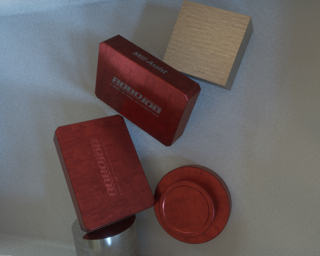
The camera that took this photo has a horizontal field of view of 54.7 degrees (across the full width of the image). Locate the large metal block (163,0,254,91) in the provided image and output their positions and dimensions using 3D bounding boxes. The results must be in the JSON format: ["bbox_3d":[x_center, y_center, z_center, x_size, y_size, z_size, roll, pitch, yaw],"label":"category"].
[{"bbox_3d":[0.059,-0.098,0.376,0.080,0.050,0.080,22,97,18],"label":"large metal block"}]

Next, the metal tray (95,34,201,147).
[{"bbox_3d":[-0.021,-0.046,0.389,0.130,0.030,0.089,35,138,16],"label":"metal tray"}]

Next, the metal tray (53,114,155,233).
[{"bbox_3d":[-0.072,0.053,0.393,0.130,0.091,0.030,68,151,15],"label":"metal tray"}]

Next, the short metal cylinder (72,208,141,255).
[{"bbox_3d":[-0.068,0.142,0.399,0.080,0.080,0.050,-1,105,19],"label":"short metal cylinder"}]

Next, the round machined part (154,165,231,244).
[{"bbox_3d":[0.037,0.097,0.388,0.098,0.042,0.097,0,90,19],"label":"round machined part"}]
